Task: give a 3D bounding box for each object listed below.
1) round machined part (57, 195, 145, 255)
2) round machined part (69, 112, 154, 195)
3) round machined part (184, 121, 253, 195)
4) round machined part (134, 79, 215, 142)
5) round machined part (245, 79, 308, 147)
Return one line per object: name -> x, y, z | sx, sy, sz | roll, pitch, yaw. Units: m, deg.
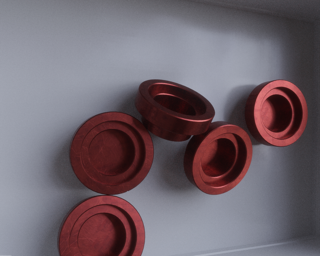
round machined part -> -0.071, 0.130, 0.369 | 0.099, 0.042, 0.098 | 6, 76, -22
round machined part -> -0.061, 0.029, 0.380 | 0.099, 0.042, 0.097 | 0, 90, -20
round machined part -> 0.074, 0.037, 0.421 | 0.099, 0.042, 0.097 | -9, 109, -26
round machined part -> 0.015, -0.019, 0.388 | 0.099, 0.098, 0.042 | 9, 121, -20
round machined part -> 0.168, -0.022, 0.466 | 0.099, 0.042, 0.097 | 0, 90, -21
